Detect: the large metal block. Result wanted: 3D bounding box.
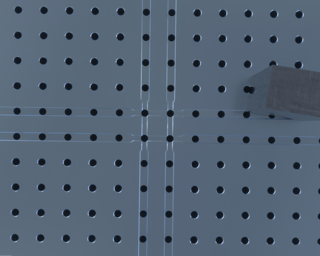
[{"bbox_3d":[0.162,-0.040,0.387,0.080,0.080,0.050,9,90,0],"label":"large metal block"}]
